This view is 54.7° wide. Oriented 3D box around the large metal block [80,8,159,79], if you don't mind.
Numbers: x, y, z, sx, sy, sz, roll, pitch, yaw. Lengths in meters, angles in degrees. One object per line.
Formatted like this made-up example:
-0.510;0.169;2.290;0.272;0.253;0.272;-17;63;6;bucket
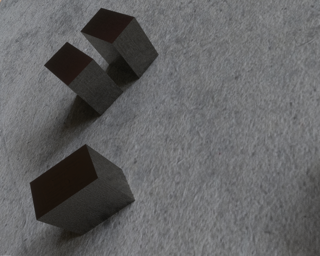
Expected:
-0.061;-0.131;0.479;0.080;0.080;0.050;30;78;37;large metal block

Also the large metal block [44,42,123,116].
-0.116;-0.075;0.473;0.050;0.080;0.080;-49;52;-6;large metal block

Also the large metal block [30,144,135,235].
-0.090;0.076;0.368;0.080;0.080;0.050;-35;52;5;large metal block
